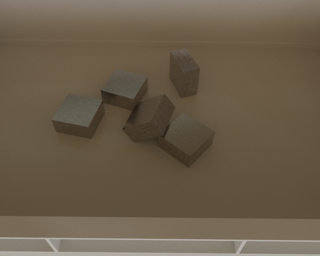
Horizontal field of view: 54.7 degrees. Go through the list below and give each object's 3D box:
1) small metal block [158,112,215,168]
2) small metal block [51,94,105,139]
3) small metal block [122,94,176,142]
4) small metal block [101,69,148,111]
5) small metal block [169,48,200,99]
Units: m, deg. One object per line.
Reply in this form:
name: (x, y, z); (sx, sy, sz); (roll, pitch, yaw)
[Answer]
small metal block: (0.033, 0.014, 0.394); (0.050, 0.025, 0.050); (34, 57, 25)
small metal block: (-0.108, -0.016, 0.417); (0.050, 0.025, 0.050); (11, 51, 9)
small metal block: (-0.014, -0.012, 0.399); (0.050, 0.025, 0.050); (-14, 38, 39)
small metal block: (-0.051, -0.056, 0.451); (0.050, 0.025, 0.050); (16, 52, 13)
small metal block: (0.035, -0.081, 0.457); (0.025, 0.050, 0.050); (-15, 52, -13)
